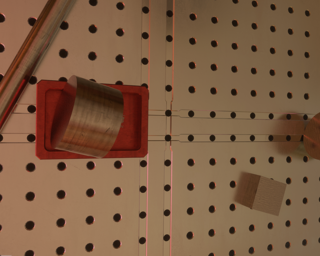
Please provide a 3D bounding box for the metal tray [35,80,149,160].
[{"bbox_3d":[-0.081,-0.009,0.379,0.131,0.030,0.089,1,90,-20],"label":"metal tray"}]

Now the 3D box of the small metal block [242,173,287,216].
[{"bbox_3d":[0.159,0.101,0.471,0.050,0.025,0.050,20,84,-19],"label":"small metal block"}]

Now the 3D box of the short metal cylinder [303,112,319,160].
[{"bbox_3d":[0.276,0.016,0.485,0.050,0.080,0.080,15,85,-20],"label":"short metal cylinder"}]

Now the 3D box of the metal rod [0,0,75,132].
[{"bbox_3d":[-0.146,-0.091,0.358,0.025,0.025,0.299,29,81,-18],"label":"metal rod"}]

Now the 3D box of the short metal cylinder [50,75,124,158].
[{"bbox_3d":[-0.080,-0.011,0.336,0.050,0.080,0.080,17,85,-29],"label":"short metal cylinder"}]
